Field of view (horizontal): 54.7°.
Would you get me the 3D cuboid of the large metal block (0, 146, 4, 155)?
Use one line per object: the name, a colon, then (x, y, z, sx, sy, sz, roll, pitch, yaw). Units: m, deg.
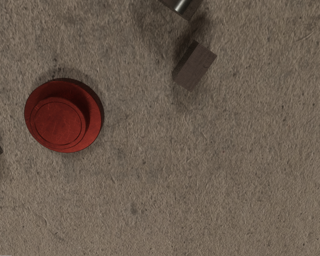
large metal block: (-0.269, 0.018, 0.399, 0.080, 0.050, 0.080, -17, 109, 6)

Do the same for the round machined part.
round machined part: (-0.124, -0.012, 0.395, 0.099, 0.042, 0.097, 0, 110, -1)

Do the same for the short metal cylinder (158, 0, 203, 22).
short metal cylinder: (0.013, -0.157, 0.323, 0.080, 0.080, 0.050, 33, 107, -12)

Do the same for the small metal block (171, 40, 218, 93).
small metal block: (0.039, -0.075, 0.369, 0.025, 0.050, 0.050, 32, 107, -11)
